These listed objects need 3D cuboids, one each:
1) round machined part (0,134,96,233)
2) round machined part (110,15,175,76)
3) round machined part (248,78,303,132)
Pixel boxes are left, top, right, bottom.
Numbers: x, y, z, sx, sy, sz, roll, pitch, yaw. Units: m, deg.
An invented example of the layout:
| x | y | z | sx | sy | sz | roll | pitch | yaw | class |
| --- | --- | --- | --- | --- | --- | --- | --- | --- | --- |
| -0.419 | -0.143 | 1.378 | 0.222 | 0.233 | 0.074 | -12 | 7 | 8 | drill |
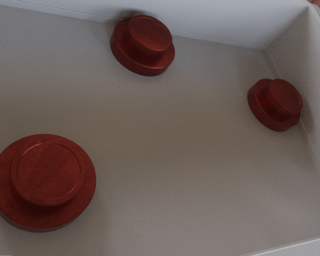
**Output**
| x | y | z | sx | sy | sz | roll | pitch | yaw | class |
| --- | --- | --- | --- | --- | --- | --- | --- | --- | --- |
| -0.111 | 0.048 | 0.305 | 0.099 | 0.042 | 0.098 | 14 | 56 | -21 | round machined part |
| -0.021 | -0.129 | 0.462 | 0.099 | 0.042 | 0.098 | 14 | 56 | -21 | round machined part |
| 0.204 | -0.046 | 0.532 | 0.099 | 0.042 | 0.098 | 14 | 56 | -21 | round machined part |
